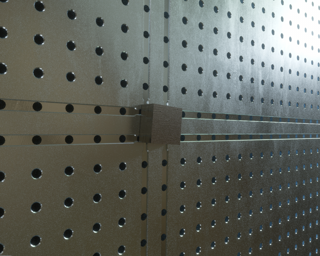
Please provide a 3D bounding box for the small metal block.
[{"bbox_3d":[0.002,-0.004,0.412,0.050,0.025,0.050,6,86,-40],"label":"small metal block"}]
